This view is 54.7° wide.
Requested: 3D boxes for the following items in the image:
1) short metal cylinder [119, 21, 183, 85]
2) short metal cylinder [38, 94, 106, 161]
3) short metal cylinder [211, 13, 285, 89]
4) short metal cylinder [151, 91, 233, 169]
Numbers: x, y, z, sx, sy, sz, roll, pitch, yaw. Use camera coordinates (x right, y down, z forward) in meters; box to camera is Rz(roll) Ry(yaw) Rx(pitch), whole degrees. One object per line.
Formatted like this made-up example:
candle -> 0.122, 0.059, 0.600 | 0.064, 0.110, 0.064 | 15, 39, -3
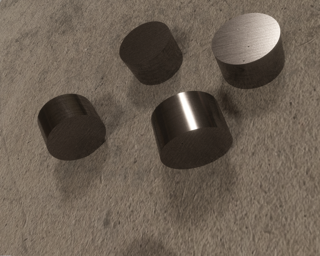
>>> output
short metal cylinder -> -0.013, -0.111, 0.461 | 0.080, 0.050, 0.080 | -13, 56, 20
short metal cylinder -> -0.123, -0.001, 0.431 | 0.080, 0.080, 0.050 | -39, 51, 1
short metal cylinder -> 0.111, -0.096, 0.388 | 0.080, 0.050, 0.080 | -13, 56, 20
short metal cylinder -> 0.034, 0.004, 0.347 | 0.080, 0.080, 0.050 | -24, 53, 13
